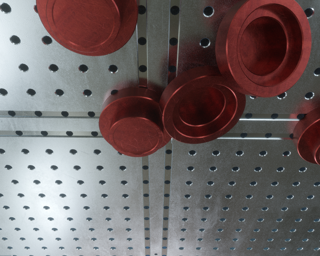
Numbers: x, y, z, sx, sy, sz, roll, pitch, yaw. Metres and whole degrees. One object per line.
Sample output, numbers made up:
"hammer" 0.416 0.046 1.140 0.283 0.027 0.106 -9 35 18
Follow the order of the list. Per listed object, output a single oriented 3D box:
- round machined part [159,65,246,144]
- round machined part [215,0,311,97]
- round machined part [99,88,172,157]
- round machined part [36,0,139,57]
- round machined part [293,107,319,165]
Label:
"round machined part" 0.046 -0.031 0.366 0.099 0.042 0.097 -8 131 -9
"round machined part" 0.098 -0.082 0.312 0.099 0.042 0.097 -5 103 -20
"round machined part" -0.030 0.000 0.400 0.099 0.042 0.097 0 130 0
"round machined part" -0.071 -0.114 0.303 0.099 0.042 0.097 0 130 0
"round machined part" 0.236 0.017 0.416 0.099 0.042 0.097 0 130 0
